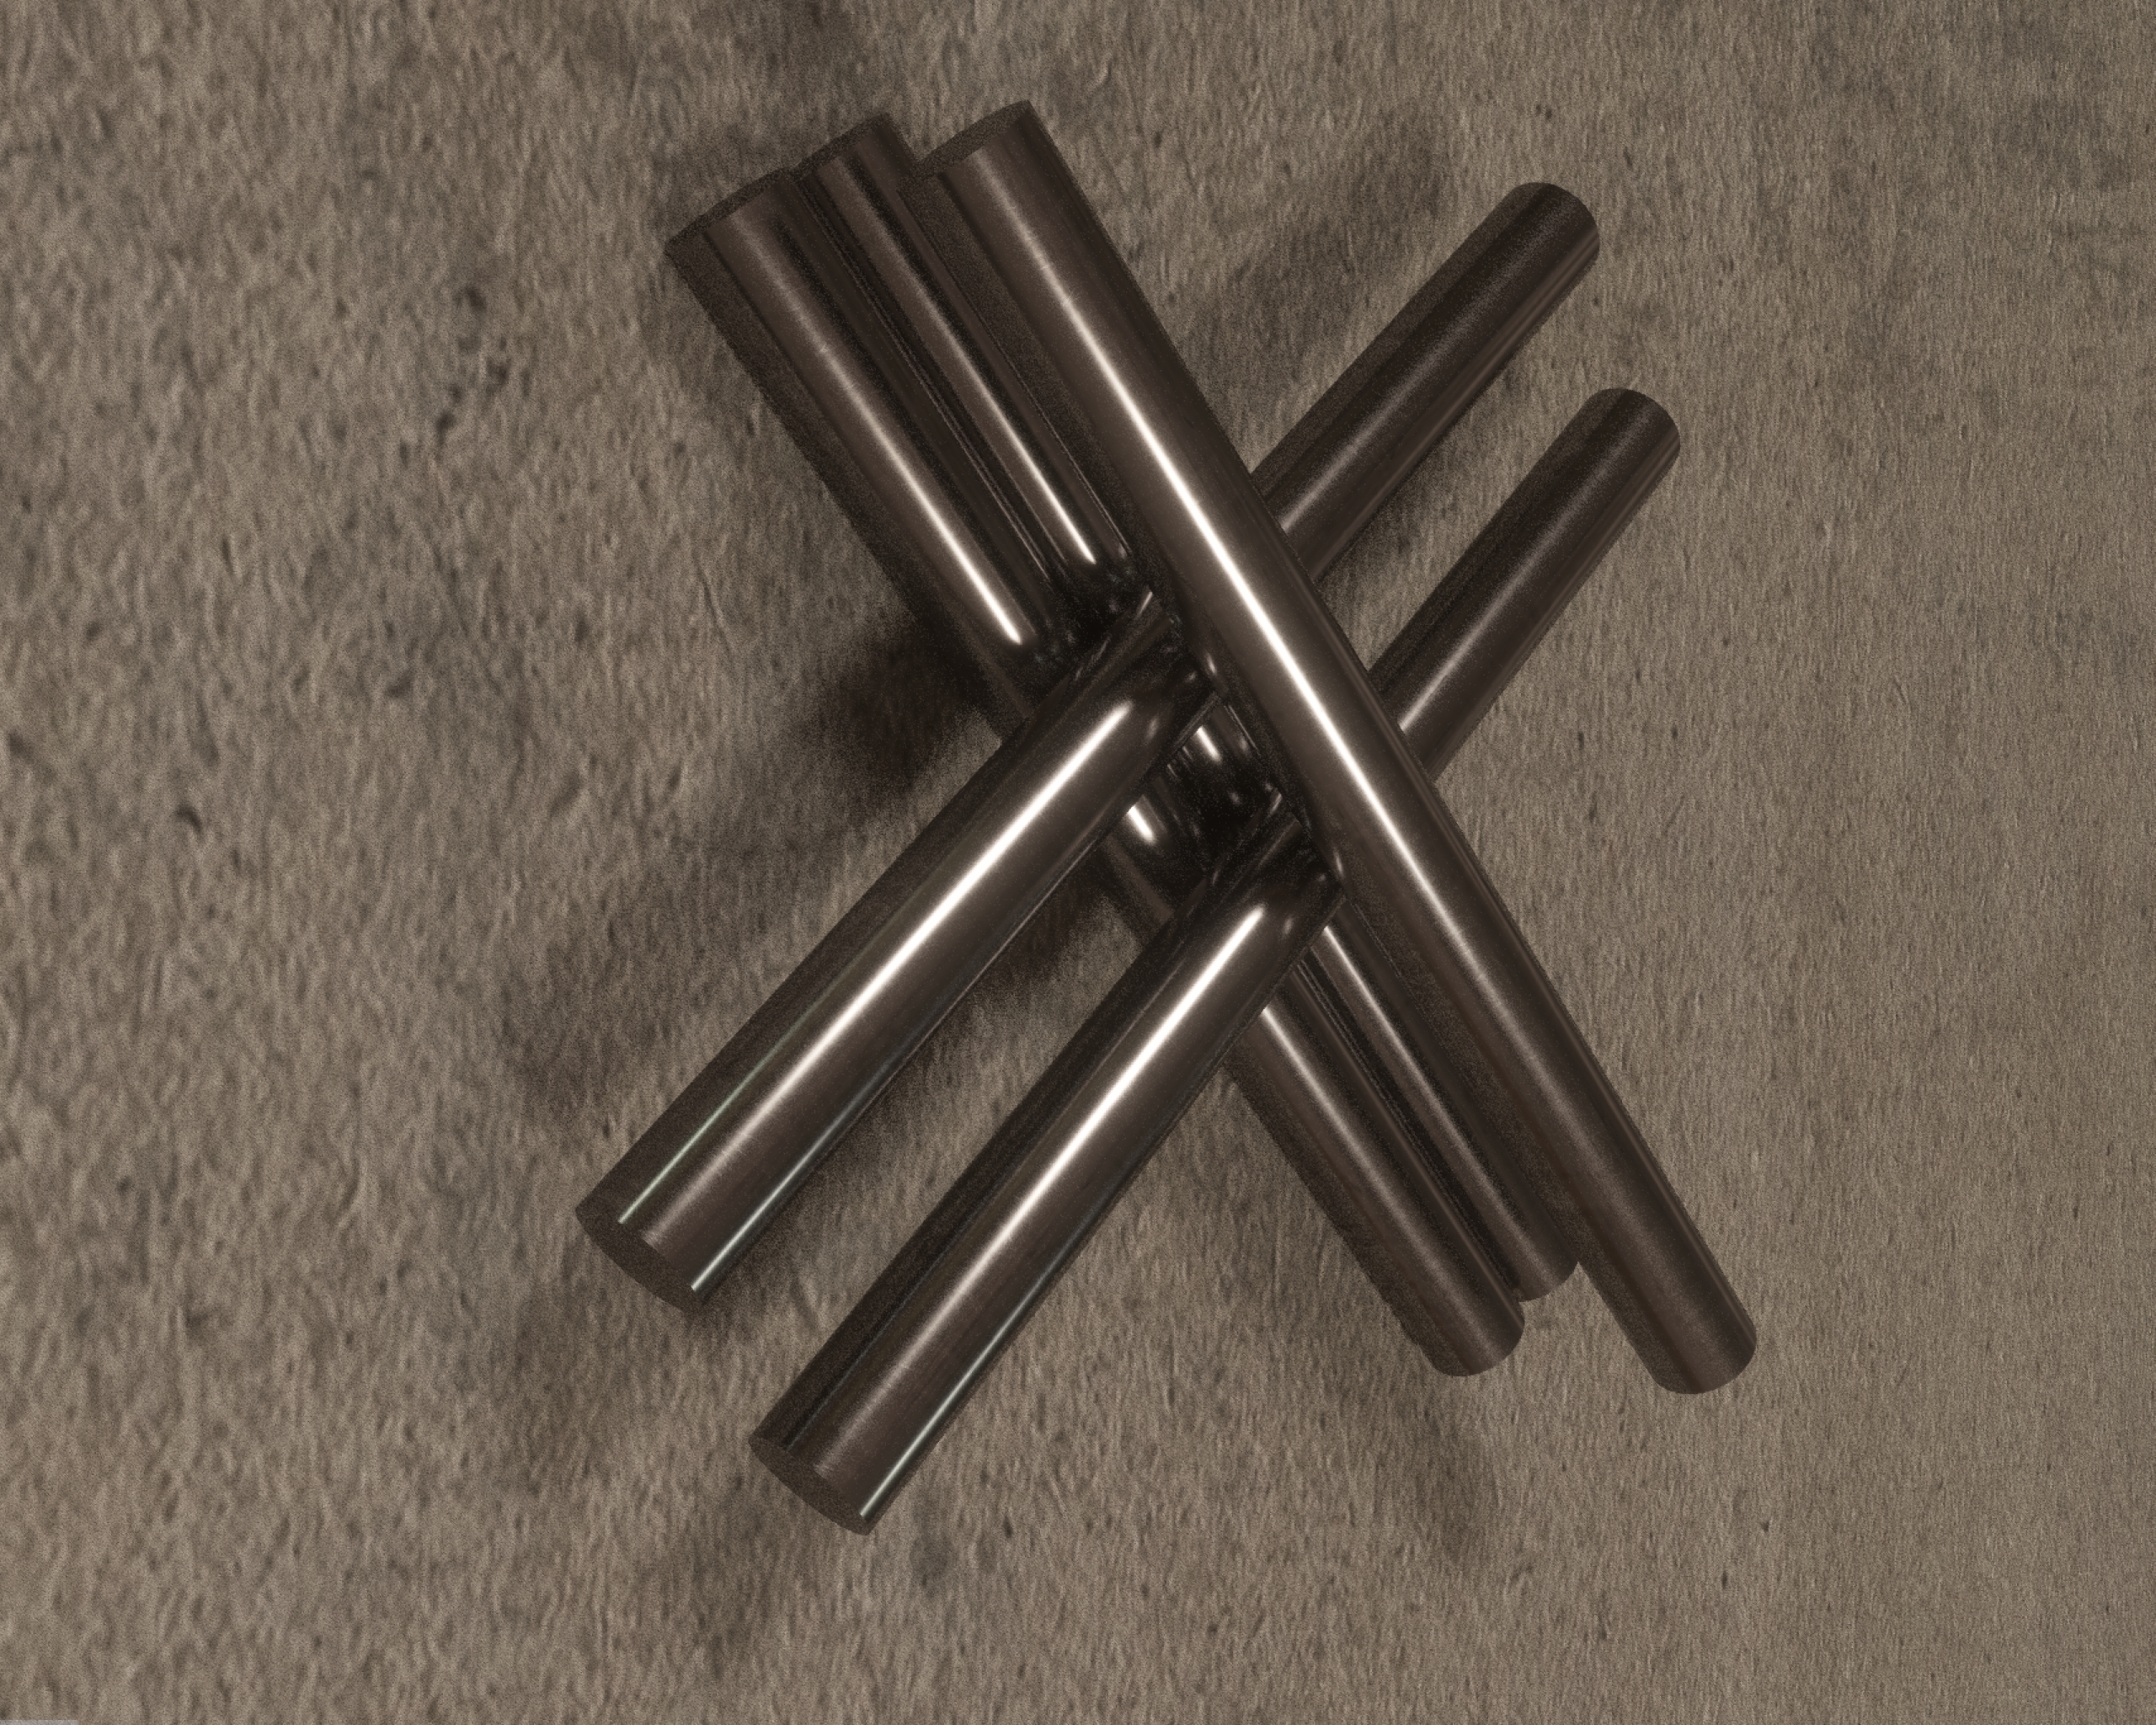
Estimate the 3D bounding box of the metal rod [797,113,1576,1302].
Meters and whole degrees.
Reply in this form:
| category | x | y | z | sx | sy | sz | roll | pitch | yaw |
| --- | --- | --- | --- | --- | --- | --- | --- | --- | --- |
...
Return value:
| category | x | y | z | sx | sy | sz | roll | pitch | yaw |
| --- | --- | --- | --- | --- | --- | --- | --- | --- | --- |
| metal rod | 0.032 | -0.015 | 0.435 | 0.025 | 0.025 | 0.299 | -50 | 120 | -29 |

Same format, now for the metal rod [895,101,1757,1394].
| category | x | y | z | sx | sy | sz | roll | pitch | yaw |
| --- | --- | --- | --- | --- | --- | --- | --- | --- | --- |
| metal rod | 0.060 | -0.003 | 0.393 | 0.025 | 0.025 | 0.299 | -51 | 120 | -28 |

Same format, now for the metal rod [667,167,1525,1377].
| category | x | y | z | sx | sy | sz | roll | pitch | yaw |
| --- | --- | --- | --- | --- | --- | --- | --- | --- | --- |
| metal rod | 0.016 | -0.001 | 0.422 | 0.025 | 0.025 | 0.299 | -50 | 120 | -29 |

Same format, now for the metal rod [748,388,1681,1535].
| category | x | y | z | sx | sy | sz | roll | pitch | yaw |
| --- | --- | --- | --- | --- | --- | --- | --- | --- | --- |
| metal rod | 0.042 | 0.001 | 0.411 | 0.301 | 0.025 | 0.025 | -49 | 120 | -29 |

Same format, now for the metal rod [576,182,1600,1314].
| category | x | y | z | sx | sy | sz | roll | pitch | yaw |
| --- | --- | --- | --- | --- | --- | --- | --- | --- | --- |
| metal rod | 0.019 | -0.040 | 0.391 | 0.301 | 0.025 | 0.025 | -49 | 120 | -29 |
